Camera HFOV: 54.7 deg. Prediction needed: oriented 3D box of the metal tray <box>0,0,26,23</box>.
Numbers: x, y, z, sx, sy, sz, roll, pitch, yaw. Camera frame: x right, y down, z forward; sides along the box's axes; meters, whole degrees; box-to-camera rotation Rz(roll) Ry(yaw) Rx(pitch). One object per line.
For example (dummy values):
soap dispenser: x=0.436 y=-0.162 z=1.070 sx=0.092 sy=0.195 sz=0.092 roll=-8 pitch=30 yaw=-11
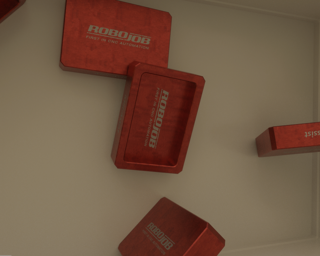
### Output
metal tray: x=-0.193 y=-0.112 z=0.304 sx=0.030 sy=0.090 sz=0.130 roll=45 pitch=76 yaw=-15

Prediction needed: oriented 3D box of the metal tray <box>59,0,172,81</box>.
metal tray: x=-0.054 y=-0.110 z=0.389 sx=0.131 sy=0.030 sz=0.089 roll=5 pitch=88 yaw=-20

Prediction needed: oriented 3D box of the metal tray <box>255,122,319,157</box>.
metal tray: x=0.209 y=0.015 z=0.428 sx=0.131 sy=0.090 sz=0.030 roll=-6 pitch=78 yaw=4

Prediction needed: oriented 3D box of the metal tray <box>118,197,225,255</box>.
metal tray: x=0.006 y=0.135 z=0.358 sx=0.090 sy=0.130 sz=0.030 roll=-45 pitch=105 yaw=-14

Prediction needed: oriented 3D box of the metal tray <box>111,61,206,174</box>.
metal tray: x=-0.004 y=-0.011 z=0.388 sx=0.091 sy=0.030 sz=0.129 roll=8 pitch=103 yaw=-21
